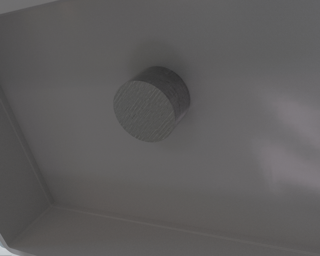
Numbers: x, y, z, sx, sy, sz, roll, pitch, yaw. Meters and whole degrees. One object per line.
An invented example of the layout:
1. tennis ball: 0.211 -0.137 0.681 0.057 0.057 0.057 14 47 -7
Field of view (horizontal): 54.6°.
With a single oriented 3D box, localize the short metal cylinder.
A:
1. short metal cylinder: -0.009 -0.029 0.380 0.080 0.050 0.080 13 124 21
